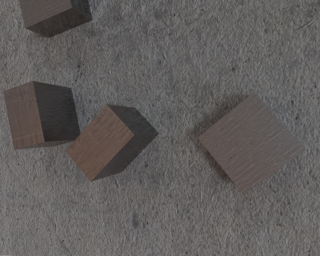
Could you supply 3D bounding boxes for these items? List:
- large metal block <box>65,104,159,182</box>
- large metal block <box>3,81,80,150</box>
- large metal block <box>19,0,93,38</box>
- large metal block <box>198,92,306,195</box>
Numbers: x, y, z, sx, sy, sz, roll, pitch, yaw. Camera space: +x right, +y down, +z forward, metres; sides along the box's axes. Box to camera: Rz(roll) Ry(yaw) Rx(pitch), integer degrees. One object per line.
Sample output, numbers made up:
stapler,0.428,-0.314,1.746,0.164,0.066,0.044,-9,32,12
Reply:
large metal block,-0.058,0.018,0.400,0.080,0.080,0.050,-46,76,14
large metal block,-0.163,-0.016,0.437,0.050,0.080,0.080,-14,85,19
large metal block,-0.154,-0.189,0.450,0.080,0.050,0.080,-15,85,19
large metal block,0.105,0.017,0.359,0.080,0.050,0.080,-41,77,15
